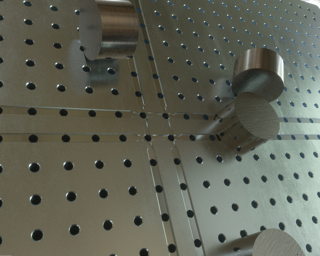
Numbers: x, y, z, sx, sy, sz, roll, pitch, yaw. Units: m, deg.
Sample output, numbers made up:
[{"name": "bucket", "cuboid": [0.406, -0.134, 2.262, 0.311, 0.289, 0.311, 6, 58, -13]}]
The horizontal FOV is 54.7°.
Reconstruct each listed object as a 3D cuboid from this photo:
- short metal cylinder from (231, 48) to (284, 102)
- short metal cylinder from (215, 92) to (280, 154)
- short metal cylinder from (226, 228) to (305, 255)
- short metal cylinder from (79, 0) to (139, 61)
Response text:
[{"name": "short metal cylinder", "cuboid": [0.161, -0.084, 0.511, 0.080, 0.080, 0.050, 26, 53, -13]}, {"name": "short metal cylinder", "cuboid": [0.131, -0.008, 0.467, 0.081, 0.050, 0.080, 13, 56, -21]}, {"name": "short metal cylinder", "cuboid": [0.124, 0.163, 0.359, 0.081, 0.050, 0.080, 14, 56, -21]}, {"name": "short metal cylinder", "cuboid": [-0.070, -0.132, 0.415, 0.050, 0.080, 0.080, -10, 67, -33]}]
